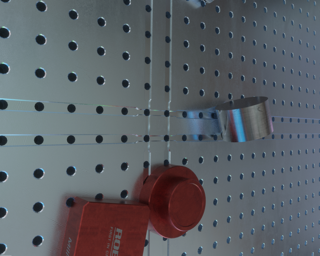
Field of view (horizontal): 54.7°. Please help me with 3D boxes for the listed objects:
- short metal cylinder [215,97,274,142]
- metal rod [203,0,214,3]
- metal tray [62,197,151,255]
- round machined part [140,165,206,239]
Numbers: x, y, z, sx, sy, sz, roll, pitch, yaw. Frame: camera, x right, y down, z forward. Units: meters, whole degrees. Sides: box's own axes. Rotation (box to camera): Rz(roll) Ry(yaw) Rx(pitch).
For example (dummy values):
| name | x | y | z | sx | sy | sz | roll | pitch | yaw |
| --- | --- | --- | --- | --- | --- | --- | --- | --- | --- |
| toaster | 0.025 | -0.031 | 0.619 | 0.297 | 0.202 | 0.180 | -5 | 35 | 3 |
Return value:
| name | x | y | z | sx | sy | sz | roll | pitch | yaw |
| --- | --- | --- | --- | --- | --- | --- | --- | --- | --- |
| short metal cylinder | 0.131 | -0.015 | 0.483 | 0.081 | 0.080 | 0.050 | -23 | 105 | -38 |
| metal rod | -0.032 | -0.243 | 0.381 | 0.302 | 0.025 | 0.025 | 20 | 78 | -38 |
| metal tray | -0.064 | 0.149 | 0.352 | 0.091 | 0.030 | 0.129 | 16 | 80 | -39 |
| round machined part | 0.024 | 0.100 | 0.418 | 0.099 | 0.042 | 0.097 | 0 | 90 | -40 |
